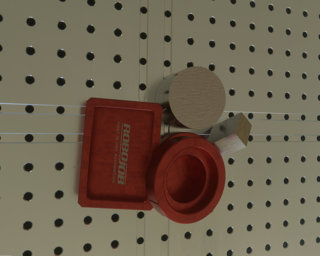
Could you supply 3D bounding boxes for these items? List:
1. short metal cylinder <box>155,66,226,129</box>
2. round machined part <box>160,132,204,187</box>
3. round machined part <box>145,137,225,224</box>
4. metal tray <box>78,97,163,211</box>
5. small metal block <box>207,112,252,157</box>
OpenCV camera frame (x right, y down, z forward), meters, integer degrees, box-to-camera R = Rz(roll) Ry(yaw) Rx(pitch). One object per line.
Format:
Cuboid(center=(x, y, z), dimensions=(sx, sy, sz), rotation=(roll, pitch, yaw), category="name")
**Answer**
Cuboid(center=(0.040, -0.038, 0.415), dimensions=(0.081, 0.050, 0.079), rotation=(0, 90, -21), category="short metal cylinder")
Cuboid(center=(0.035, 0.054, 0.416), dimensions=(0.099, 0.042, 0.097), rotation=(0, 90, -21), category="round machined part")
Cuboid(center=(0.026, 0.058, 0.363), dimensions=(0.099, 0.042, 0.097), rotation=(-1, 93, -31), category="round machined part")
Cuboid(center=(-0.048, 0.032, 0.381), dimensions=(0.091, 0.030, 0.129), rotation=(5, 88, -6), category="metal tray")
Cuboid(center=(0.094, 0.011, 0.425), dimensions=(0.025, 0.050, 0.050), rotation=(49, 40, -14), category="small metal block")
